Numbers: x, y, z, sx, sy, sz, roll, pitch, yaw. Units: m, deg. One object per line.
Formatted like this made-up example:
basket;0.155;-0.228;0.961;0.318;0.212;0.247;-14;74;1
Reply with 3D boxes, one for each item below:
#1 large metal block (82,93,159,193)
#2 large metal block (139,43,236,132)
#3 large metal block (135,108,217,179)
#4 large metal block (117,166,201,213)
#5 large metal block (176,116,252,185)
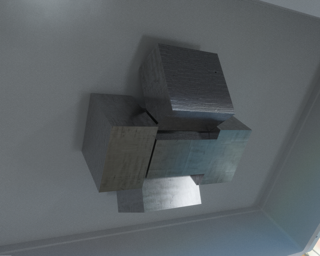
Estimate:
large metal block;-0.050;0.014;0.353;0.050;0.080;0.079;1;118;-29
large metal block;0.029;-0.043;0.353;0.081;0.080;0.050;1;155;-29
large metal block;0.009;0.016;0.386;0.081;0.080;0.050;1;118;-29
large metal block;-0.005;0.081;0.410;0.081;0.080;0.050;0;77;-30
large metal block;0.066;0.018;0.419;0.050;0.080;0.079;1;118;-29
